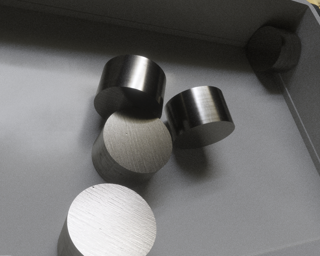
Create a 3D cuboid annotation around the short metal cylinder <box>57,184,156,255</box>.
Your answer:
[{"bbox_3d":[-0.050,0.100,0.289,0.081,0.050,0.080,17,40,-14],"label":"short metal cylinder"}]

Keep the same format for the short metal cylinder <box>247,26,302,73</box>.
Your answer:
[{"bbox_3d":[0.208,-0.143,0.569,0.050,0.080,0.080,-1,62,-29],"label":"short metal cylinder"}]

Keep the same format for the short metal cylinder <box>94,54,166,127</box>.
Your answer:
[{"bbox_3d":[-0.035,-0.042,0.377,0.080,0.080,0.050,19,54,-17],"label":"short metal cylinder"}]

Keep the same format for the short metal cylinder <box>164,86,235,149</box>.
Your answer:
[{"bbox_3d":[0.051,-0.011,0.404,0.081,0.080,0.050,-1,62,-29],"label":"short metal cylinder"}]

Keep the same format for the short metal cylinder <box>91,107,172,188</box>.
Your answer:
[{"bbox_3d":[-0.033,0.023,0.358,0.081,0.050,0.080,14,56,-21],"label":"short metal cylinder"}]
